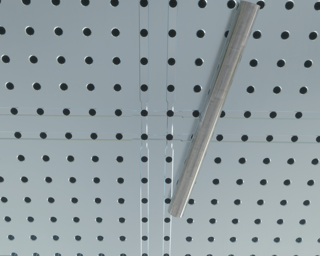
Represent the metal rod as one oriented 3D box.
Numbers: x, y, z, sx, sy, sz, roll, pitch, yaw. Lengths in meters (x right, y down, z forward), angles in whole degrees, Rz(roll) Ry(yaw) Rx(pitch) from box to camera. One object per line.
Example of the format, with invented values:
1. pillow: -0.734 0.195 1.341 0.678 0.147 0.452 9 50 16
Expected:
1. metal rod: 0.064 -0.010 0.409 0.025 0.025 0.298 15 109 -6
